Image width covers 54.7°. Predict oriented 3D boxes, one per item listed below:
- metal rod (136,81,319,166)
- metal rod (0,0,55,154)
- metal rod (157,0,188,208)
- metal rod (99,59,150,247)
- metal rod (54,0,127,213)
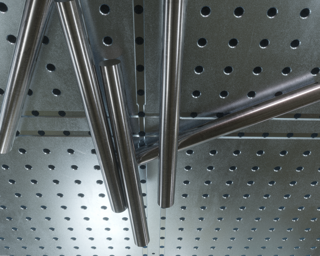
[{"bbox_3d":[0.060,0.007,0.418,0.300,0.025,0.025,-21,127,16],"label":"metal rod"},{"bbox_3d":[-0.151,-0.075,0.344,0.025,0.025,0.298,21,127,-18],"label":"metal rod"},{"bbox_3d":[0.012,-0.016,0.375,0.025,0.025,0.298,1,123,-1],"label":"metal rod"},{"bbox_3d":[-0.043,0.054,0.424,0.025,0.025,0.298,-4,120,3],"label":"metal rod"},{"bbox_3d":[-0.076,-0.003,0.386,0.025,0.025,0.298,-5,124,3],"label":"metal rod"}]
